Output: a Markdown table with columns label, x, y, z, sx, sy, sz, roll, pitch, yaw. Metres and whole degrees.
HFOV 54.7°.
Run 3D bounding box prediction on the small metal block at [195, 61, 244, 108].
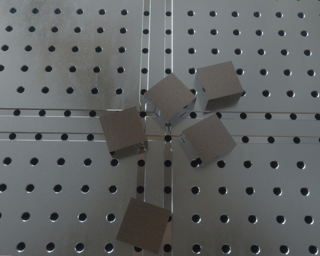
| label | x | y | z | sx | sy | sz | roll | pitch | yaw |
| --- | --- | --- | --- | --- | --- | --- | --- | --- | --- |
| small metal block | 0.082 | -0.062 | 0.435 | 0.050 | 0.025 | 0.050 | -14 | 71 | -6 |

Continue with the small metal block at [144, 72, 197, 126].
| label | x | y | z | sx | sy | sz | roll | pitch | yaw |
| --- | --- | --- | --- | --- | --- | --- | --- | --- | --- |
| small metal block | 0.014 | -0.040 | 0.426 | 0.050 | 0.025 | 0.050 | -39 | 75 | -13 |

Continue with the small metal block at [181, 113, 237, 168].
| label | x | y | z | sx | sy | sz | roll | pitch | yaw |
| --- | --- | --- | --- | --- | --- | --- | --- | --- | --- |
| small metal block | 0.063 | 0.016 | 0.407 | 0.050 | 0.025 | 0.050 | -28 | 73 | -10 |

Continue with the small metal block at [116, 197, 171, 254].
| label | x | y | z | sx | sy | sz | roll | pitch | yaw |
| --- | --- | --- | --- | --- | --- | --- | --- | --- | --- |
| small metal block | -0.019 | 0.116 | 0.369 | 0.050 | 0.025 | 0.050 | 18 | 71 | 6 |

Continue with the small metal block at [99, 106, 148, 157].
| label | x | y | z | sx | sy | sz | roll | pitch | yaw |
| --- | --- | --- | --- | --- | --- | --- | --- | --- | --- |
| small metal block | -0.048 | 0.005 | 0.409 | 0.050 | 0.025 | 0.050 | -18 | 71 | -7 |
